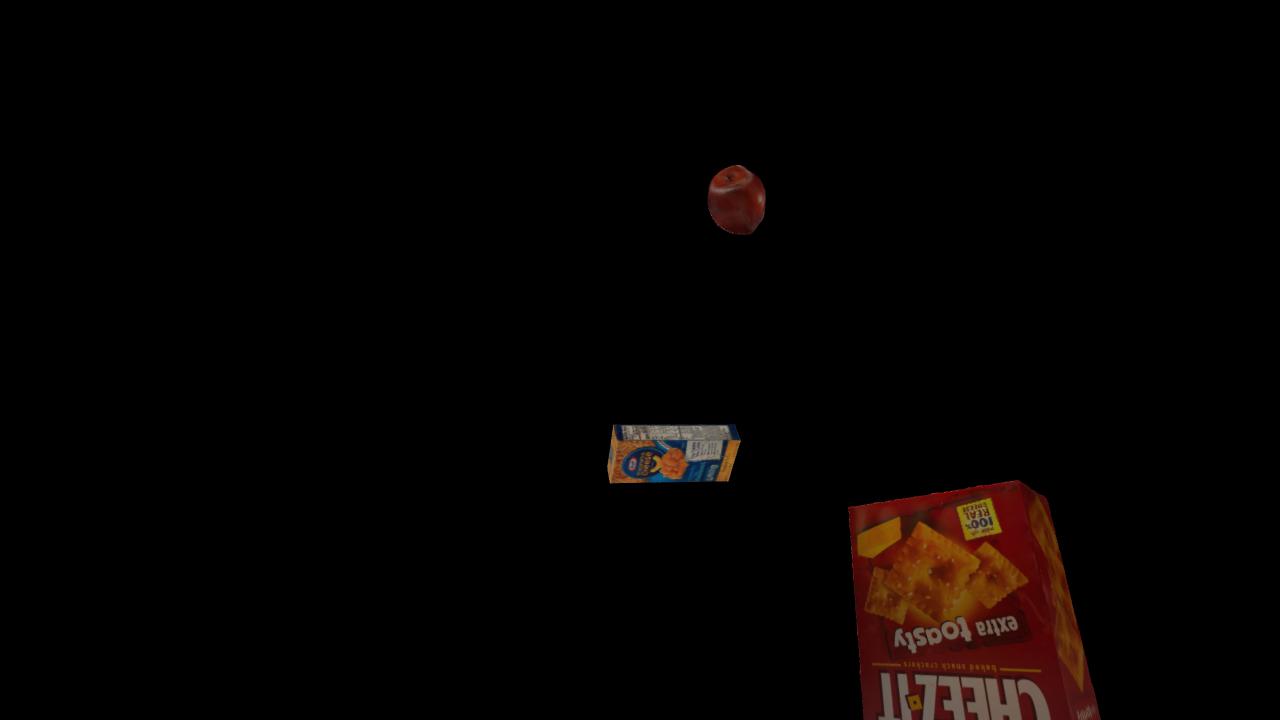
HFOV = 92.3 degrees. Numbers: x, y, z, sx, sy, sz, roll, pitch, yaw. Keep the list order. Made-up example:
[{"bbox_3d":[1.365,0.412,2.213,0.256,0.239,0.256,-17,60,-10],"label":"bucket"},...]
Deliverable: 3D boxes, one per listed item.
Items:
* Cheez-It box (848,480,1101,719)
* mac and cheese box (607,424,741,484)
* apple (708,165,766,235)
[{"bbox_3d":[0.274,0.230,0.528,0.071,0.223,0.166,25,-34,-33],"label":"Cheez-It box"},{"bbox_3d":[0.049,0.138,0.906,0.184,0.093,0.041,1,39,-11],"label":"mac and cheese box"},{"bbox_3d":[0.130,-0.213,0.826,0.079,0.079,0.093,0,-36,28],"label":"apple"}]
